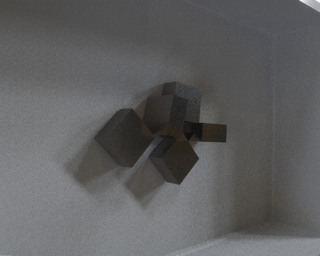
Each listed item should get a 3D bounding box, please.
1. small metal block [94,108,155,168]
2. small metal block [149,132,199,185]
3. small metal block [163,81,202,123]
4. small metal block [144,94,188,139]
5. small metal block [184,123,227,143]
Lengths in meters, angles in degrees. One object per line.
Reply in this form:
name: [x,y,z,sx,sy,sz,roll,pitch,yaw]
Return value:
small metal block: [-0.041,0.012,0.372,0.050,0.025,0.050,-53,121,-27]
small metal block: [0.020,0.041,0.423,0.050,0.025,0.050,-48,119,-29]
small metal block: [0.030,-0.034,0.432,0.050,0.025,0.050,8,85,-40]
small metal block: [0.005,-0.014,0.394,0.025,0.050,0.050,16,80,-39]
small metal block: [0.058,0.007,0.439,0.050,0.050,0.025,4,88,-40]
